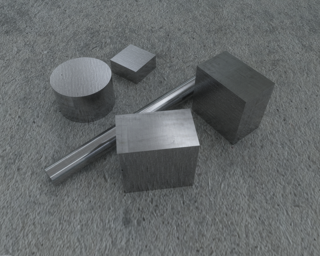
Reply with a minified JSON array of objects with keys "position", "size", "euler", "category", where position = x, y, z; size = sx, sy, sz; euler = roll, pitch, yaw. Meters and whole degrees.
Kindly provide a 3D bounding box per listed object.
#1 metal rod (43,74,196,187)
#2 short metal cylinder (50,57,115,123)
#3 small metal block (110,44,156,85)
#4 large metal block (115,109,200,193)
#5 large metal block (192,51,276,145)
[{"position":[-0.014,-0.019,0.419],"size":[0.302,0.025,0.025],"euler":[-34,58,-26],"category":"metal rod"},{"position":[-0.105,-0.054,0.431],"size":[0.081,0.050,0.080],"euler":[0,50,0],"category":"short metal cylinder"},{"position":[-0.041,-0.101,0.488],"size":[0.050,0.025,0.050],"euler":[29,56,22],"category":"small metal block"},{"position":[-0.004,0.027,0.345],"size":[0.081,0.080,0.050],"euler":[-6,50,-5],"category":"large metal block"},{"position":[0.090,-0.039,0.401],"size":[0.050,0.080,0.080],"euler":[-31,57,-23],"category":"large metal block"}]
